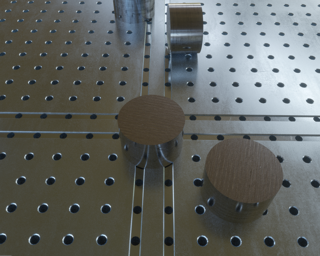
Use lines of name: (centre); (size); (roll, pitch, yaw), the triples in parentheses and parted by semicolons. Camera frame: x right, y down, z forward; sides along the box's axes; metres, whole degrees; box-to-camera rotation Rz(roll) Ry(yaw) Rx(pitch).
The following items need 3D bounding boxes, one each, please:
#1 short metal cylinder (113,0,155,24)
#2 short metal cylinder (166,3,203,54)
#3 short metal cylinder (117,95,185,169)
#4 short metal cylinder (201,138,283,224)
short metal cylinder: (-0.050, -0.246, 0.597); (0.081, 0.050, 0.080); (0, 50, 0)
short metal cylinder: (0.039, -0.163, 0.509); (0.050, 0.080, 0.080); (-3, 50, -3)
short metal cylinder: (-0.010, 0.004, 0.388); (0.081, 0.050, 0.080); (0, 50, 0)
short metal cylinder: (0.088, 0.058, 0.344); (0.081, 0.050, 0.080); (0, 50, 0)
